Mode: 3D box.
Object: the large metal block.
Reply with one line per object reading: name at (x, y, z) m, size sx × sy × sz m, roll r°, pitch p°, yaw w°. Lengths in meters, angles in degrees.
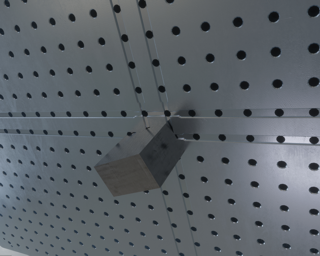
large metal block at (-0.026, 0.042, 0.416) m, size 0.080 × 0.080 × 0.050 m, roll -19°, pitch 109°, yaw 35°
